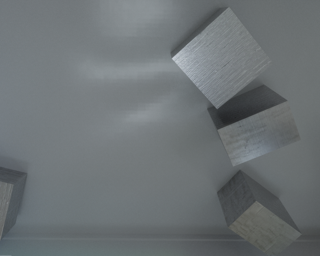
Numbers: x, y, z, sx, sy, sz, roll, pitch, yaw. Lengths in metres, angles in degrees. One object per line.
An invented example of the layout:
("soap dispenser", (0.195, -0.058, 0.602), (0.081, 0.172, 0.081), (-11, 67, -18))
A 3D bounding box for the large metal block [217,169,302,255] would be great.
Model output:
("large metal block", (0.132, 0.115, 0.425), (0.080, 0.080, 0.050), (37, 106, -13))

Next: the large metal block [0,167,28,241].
("large metal block", (-0.239, 0.097, 0.423), (0.080, 0.050, 0.080), (15, 97, -6))

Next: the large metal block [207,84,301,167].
("large metal block", (0.110, -0.006, 0.380), (0.080, 0.080, 0.050), (-23, 109, 8))

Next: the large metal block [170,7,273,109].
("large metal block", (0.070, -0.083, 0.368), (0.080, 0.050, 0.080), (-40, 105, 13))
